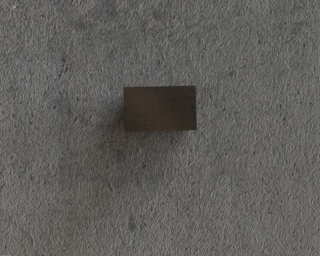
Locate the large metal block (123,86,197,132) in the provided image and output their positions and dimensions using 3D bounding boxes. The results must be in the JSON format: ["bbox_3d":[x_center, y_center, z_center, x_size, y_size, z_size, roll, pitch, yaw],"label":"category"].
[{"bbox_3d":[0.000,-0.022,0.384,0.081,0.080,0.050,-1,90,-1],"label":"large metal block"}]
